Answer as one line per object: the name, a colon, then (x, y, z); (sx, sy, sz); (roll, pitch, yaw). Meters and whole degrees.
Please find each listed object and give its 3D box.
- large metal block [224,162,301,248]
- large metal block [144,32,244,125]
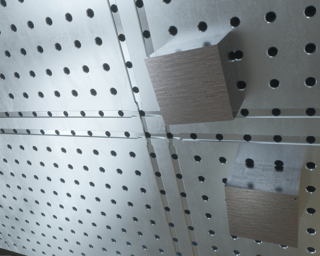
large metal block: (0.129, 0.093, 0.384); (0.080, 0.050, 0.079); (3, 120, 26)
large metal block: (0.040, -0.052, 0.341); (0.080, 0.050, 0.080); (-4, 117, 30)
